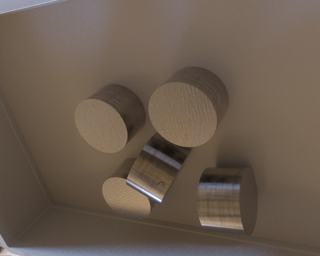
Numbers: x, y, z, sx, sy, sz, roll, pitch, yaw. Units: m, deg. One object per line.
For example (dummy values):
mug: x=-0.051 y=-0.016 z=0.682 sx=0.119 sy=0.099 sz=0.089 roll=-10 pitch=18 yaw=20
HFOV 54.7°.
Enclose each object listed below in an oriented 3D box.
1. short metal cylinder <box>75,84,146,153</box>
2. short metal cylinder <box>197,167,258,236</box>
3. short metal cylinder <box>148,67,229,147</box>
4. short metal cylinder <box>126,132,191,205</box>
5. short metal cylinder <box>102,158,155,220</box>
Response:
short metal cylinder: x=-0.067 y=-0.013 z=0.420 sx=0.080 sy=0.050 sz=0.079 roll=13 pitch=124 yaw=21
short metal cylinder: x=0.085 y=0.088 z=0.383 sx=0.050 sy=0.080 sz=0.080 roll=-4 pitch=116 yaw=30
short metal cylinder: x=0.034 y=-0.025 z=0.359 sx=0.080 sy=0.050 sz=0.079 roll=13 pitch=124 yaw=21
short metal cylinder: x=-0.001 y=0.052 z=0.406 sx=0.050 sy=0.080 sz=0.079 roll=30 pitch=128 yaw=9
short metal cylinder: x=-0.039 y=0.092 z=0.470 sx=0.080 sy=0.050 sz=0.079 roll=13 pitch=124 yaw=21
